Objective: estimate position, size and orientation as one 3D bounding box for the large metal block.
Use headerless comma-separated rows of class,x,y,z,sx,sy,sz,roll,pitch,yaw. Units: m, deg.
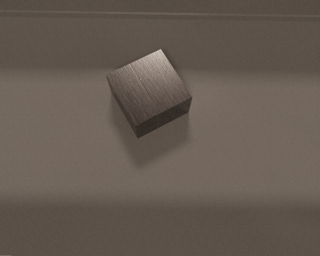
large metal block,-0.014,-0.045,0.413,0.080,0.050,0.080,-28,73,-10
